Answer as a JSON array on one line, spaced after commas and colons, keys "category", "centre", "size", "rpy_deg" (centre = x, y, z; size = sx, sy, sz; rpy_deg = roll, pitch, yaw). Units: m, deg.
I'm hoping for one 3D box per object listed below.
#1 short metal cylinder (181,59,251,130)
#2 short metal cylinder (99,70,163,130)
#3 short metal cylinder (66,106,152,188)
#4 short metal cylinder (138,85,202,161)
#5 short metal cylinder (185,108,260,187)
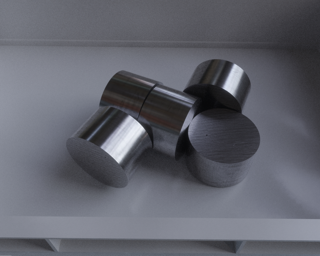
[{"category": "short metal cylinder", "centre": [0.072, -0.042, 0.403], "size": [0.080, 0.080, 0.050], "rpy_deg": [18, 52, 14]}, {"category": "short metal cylinder", "centre": [-0.034, -0.027, 0.389], "size": [0.050, 0.080, 0.080], "rpy_deg": [20, 53, 16]}, {"category": "short metal cylinder", "centre": [-0.056, 0.022, 0.348], "size": [0.080, 0.080, 0.050], "rpy_deg": [23, 54, 18]}, {"category": "short metal cylinder", "centre": [0.012, -0.007, 0.374], "size": [0.050, 0.080, 0.080], "rpy_deg": [21, 53, 16]}, {"category": "short metal cylinder", "centre": [0.072, 0.023, 0.368], "size": [0.081, 0.050, 0.080], "rpy_deg": [0, 50, 0]}]
